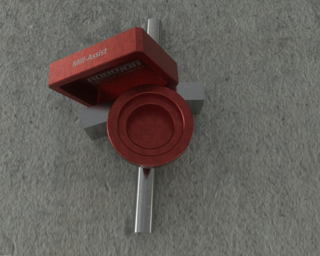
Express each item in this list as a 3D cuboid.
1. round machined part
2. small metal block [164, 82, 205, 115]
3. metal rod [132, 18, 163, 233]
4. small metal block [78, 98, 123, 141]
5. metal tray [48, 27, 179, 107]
[{"bbox_3d":[-0.011,0.000,0.371,0.099,0.042,0.098,1,73,-2],"label":"round machined part"},{"bbox_3d":[0.030,-0.038,0.410,0.050,0.050,0.025,-1,70,-1],"label":"small metal block"},{"bbox_3d":[-0.014,-0.017,0.415,0.025,0.025,0.299,2,70,0],"label":"metal rod"},{"bbox_3d":[-0.072,-0.010,0.399,0.050,0.050,0.025,-18,71,-7],"label":"small metal block"},{"bbox_3d":[-0.055,-0.064,0.373,0.130,0.090,0.030,-15,67,26],"label":"metal tray"}]
